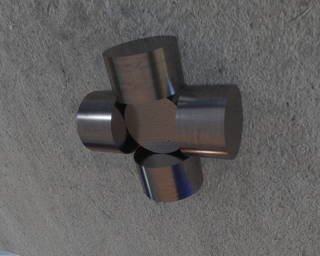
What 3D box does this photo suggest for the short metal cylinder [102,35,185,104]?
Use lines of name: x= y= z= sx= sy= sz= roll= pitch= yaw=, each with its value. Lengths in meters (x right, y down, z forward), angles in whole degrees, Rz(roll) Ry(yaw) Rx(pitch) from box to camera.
short metal cylinder: x=-0.017 y=-0.066 z=0.339 sx=0.080 sy=0.080 sz=0.050 roll=2 pitch=120 yaw=27

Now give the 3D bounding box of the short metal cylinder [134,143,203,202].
short metal cylinder: x=0.012 y=0.049 z=0.395 sx=0.080 sy=0.080 sz=0.050 roll=1 pitch=118 yaw=27

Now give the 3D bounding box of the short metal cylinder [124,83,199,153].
short metal cylinder: x=0.004 y=-0.016 z=0.379 sx=0.080 sy=0.050 sz=0.079 roll=13 pitch=124 yaw=20

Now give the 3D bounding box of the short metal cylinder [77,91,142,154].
short metal cylinder: x=-0.060 y=-0.008 z=0.398 sx=0.050 sy=0.080 sz=0.079 roll=2 pitch=119 yaw=27

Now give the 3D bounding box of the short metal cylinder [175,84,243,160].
short metal cylinder: x=0.056 y=-0.007 z=0.338 sx=0.050 sy=0.080 sz=0.079 roll=2 pitch=119 yaw=27
